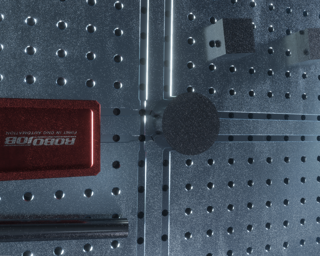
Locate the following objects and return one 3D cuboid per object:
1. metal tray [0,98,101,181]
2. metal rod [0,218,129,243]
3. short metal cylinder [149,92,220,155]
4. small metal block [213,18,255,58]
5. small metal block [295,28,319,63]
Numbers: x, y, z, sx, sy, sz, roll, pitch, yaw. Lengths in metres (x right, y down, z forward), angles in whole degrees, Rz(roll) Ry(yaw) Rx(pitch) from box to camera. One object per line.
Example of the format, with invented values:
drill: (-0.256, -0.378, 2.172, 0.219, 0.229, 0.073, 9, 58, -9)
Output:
metal tray: (-0.137, 0.012, 0.359, 0.131, 0.030, 0.089, 0, 90, -21)
metal rod: (-0.185, 0.114, 0.344, 0.302, 0.025, 0.025, 6, 88, -20)
short metal cylinder: (0.032, -0.005, 0.412, 0.081, 0.050, 0.079, 0, 90, -21)
small metal block: (0.109, -0.132, 0.454, 0.050, 0.025, 0.050, -7, 93, -20)
small metal block: (0.254, -0.136, 0.509, 0.050, 0.025, 0.050, -8, 93, -20)
